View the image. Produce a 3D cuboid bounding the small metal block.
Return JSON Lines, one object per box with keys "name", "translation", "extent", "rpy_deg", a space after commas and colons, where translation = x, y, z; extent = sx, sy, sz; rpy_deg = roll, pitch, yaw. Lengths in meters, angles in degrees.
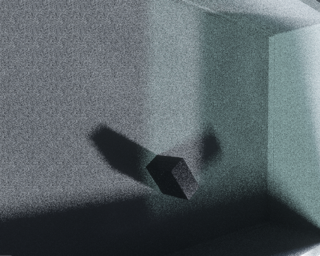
{"name": "small metal block", "translation": [0.016, 0.064, 0.406], "extent": [0.025, 0.050, 0.050], "rpy_deg": [-45, 118, -31]}
